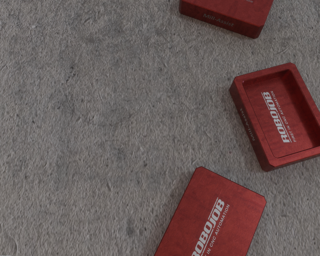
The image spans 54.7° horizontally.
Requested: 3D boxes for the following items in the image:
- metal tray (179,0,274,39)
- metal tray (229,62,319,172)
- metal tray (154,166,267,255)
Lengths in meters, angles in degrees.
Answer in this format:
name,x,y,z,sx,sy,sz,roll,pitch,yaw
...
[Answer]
name,x,y,z,sx,sy,sz,roll,pitch,yaw
metal tray,0.106,-0.201,0.480,0.130,0.030,0.090,22,71,7
metal tray,0.158,-0.017,0.412,0.091,0.030,0.130,-15,71,-6
metal tray,0.056,0.122,0.361,0.090,0.030,0.130,26,72,9
